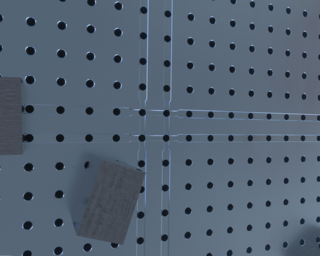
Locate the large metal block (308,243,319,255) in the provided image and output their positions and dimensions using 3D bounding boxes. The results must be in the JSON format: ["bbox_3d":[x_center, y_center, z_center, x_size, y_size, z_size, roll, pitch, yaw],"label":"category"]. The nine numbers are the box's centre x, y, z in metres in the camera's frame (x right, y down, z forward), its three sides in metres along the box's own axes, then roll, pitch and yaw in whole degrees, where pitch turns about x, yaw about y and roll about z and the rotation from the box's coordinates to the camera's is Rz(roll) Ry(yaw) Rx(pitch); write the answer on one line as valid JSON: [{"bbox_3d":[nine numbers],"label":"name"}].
[{"bbox_3d":[0.296,0.235,0.512,0.080,0.050,0.080,-34,101,-17],"label":"large metal block"}]

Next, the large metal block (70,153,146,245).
[{"bbox_3d":[-0.063,0.078,0.361,0.050,0.080,0.080,20,83,-19],"label":"large metal block"}]

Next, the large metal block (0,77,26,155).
[{"bbox_3d":[-0.189,-0.012,0.329,0.081,0.050,0.079,-1,91,-20],"label":"large metal block"}]
